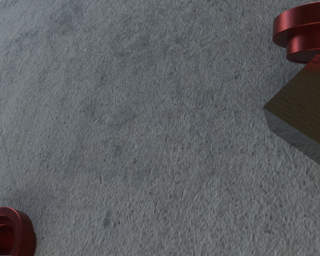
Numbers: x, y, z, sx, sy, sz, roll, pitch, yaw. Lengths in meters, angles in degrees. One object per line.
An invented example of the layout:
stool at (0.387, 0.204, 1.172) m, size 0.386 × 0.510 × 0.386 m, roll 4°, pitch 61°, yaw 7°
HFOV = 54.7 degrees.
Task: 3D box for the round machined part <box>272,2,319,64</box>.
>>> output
round machined part at (0.173, -0.096, 0.332) m, size 0.098 × 0.098 × 0.042 m, roll 2°, pitch 89°, yaw 29°

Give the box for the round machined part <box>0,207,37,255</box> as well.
round machined part at (-0.202, 0.156, 0.401) m, size 0.098 × 0.042 × 0.098 m, roll -13°, pitch 56°, yaw 20°

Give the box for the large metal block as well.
large metal block at (0.166, -0.015, 0.310) m, size 0.080 × 0.050 × 0.080 m, roll -44°, pitch 51°, yaw -3°
